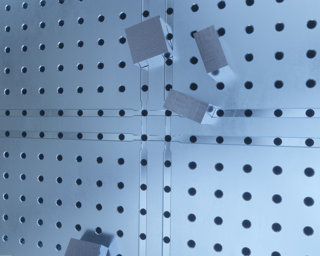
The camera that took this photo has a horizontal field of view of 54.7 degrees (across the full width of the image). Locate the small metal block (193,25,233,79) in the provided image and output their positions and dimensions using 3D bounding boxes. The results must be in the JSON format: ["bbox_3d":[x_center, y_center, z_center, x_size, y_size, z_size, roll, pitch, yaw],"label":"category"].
[{"bbox_3d":[0.066,-0.090,0.376,0.025,0.050,0.050,-20,84,19],"label":"small metal block"}]

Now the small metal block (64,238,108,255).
[{"bbox_3d":[-0.108,0.188,0.438,0.050,0.025,0.050,5,60,19],"label":"small metal block"}]

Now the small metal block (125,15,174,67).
[{"bbox_3d":[-0.014,-0.115,0.417,0.050,0.025,0.050,-16,85,19],"label":"small metal block"}]

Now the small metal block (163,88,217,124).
[{"bbox_3d":[0.038,-0.026,0.385,0.050,0.050,0.025,24,98,18],"label":"small metal block"}]
